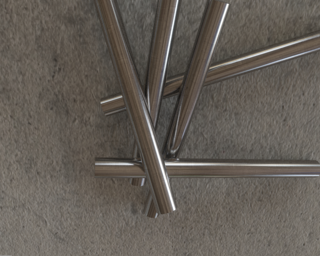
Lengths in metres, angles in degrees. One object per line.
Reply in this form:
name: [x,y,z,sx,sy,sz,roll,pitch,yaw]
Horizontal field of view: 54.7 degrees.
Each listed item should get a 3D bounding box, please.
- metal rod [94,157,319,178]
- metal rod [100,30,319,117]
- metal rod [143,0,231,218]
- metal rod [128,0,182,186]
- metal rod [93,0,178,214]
metal rod: [0.070,0.052,0.400,0.302,0.025,0.025,2,111,-13]
metal rod: [0.072,-0.070,0.385,0.301,0.025,0.025,-17,110,5]
metal rod: [0.025,-0.004,0.388,0.025,0.025,0.298,13,117,-5]
metal rod: [-0.004,-0.062,0.356,0.025,0.025,0.298,10,114,-4]
metal rod: [-0.033,-0.048,0.349,0.025,0.025,0.298,-16,94,5]
